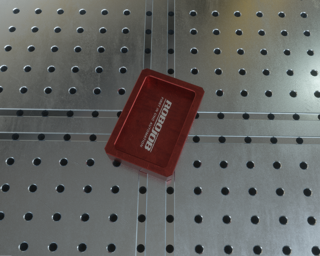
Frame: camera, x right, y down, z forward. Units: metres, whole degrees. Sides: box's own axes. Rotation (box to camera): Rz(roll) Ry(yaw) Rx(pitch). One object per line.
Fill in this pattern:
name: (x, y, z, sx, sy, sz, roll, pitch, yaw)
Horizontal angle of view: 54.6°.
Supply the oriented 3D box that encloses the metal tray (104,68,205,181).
metal tray: (-0.005, -0.007, 0.411, 0.090, 0.030, 0.130, 21, 71, 7)
